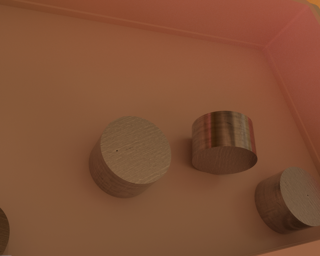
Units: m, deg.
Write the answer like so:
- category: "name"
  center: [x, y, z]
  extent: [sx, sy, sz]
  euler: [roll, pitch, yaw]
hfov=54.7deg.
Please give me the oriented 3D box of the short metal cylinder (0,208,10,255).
- category: "short metal cylinder"
  center: [-0.157, 0.096, 0.230]
  extent: [0.081, 0.050, 0.080]
  euler: [15, 35, -11]

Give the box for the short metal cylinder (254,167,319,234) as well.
- category: "short metal cylinder"
  center: [0.179, 0.100, 0.425]
  extent: [0.081, 0.050, 0.080]
  euler: [14, 56, -21]

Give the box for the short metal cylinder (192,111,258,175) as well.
- category: "short metal cylinder"
  center: [0.082, 0.021, 0.401]
  extent: [0.081, 0.080, 0.050]
  euler: [16, 55, -19]

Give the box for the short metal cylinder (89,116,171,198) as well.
- category: "short metal cylinder"
  center: [-0.035, 0.033, 0.351]
  extent: [0.081, 0.050, 0.080]
  euler: [14, 56, -21]
